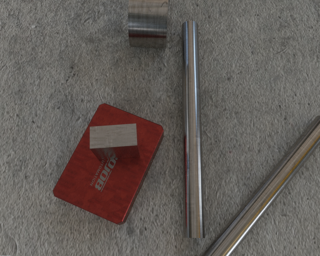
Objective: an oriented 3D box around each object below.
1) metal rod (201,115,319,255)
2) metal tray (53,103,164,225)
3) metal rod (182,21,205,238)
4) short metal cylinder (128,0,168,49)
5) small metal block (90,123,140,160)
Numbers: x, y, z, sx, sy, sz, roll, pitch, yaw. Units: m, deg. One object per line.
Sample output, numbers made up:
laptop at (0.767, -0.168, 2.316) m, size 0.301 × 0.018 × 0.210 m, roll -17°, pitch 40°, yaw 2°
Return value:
metal rod at (0.116, 0.095, 0.374) m, size 0.025 × 0.025 × 0.301 m, roll 42°, pitch 75°, yaw 13°
metal tray at (-0.060, 0.043, 0.389) m, size 0.090 × 0.030 × 0.130 m, roll 22°, pitch 71°, yaw 7°
metal rod at (0.042, -0.012, 0.412) m, size 0.025 × 0.025 × 0.299 m, roll 1°, pitch 70°, yaw 0°
short metal cylinder at (-0.014, -0.153, 0.435) m, size 0.050 × 0.080 × 0.080 m, roll 3°, pitch 70°, yaw 1°
small metal block at (-0.050, 0.017, 0.356) m, size 0.050 × 0.050 × 0.025 m, roll -4°, pitch 70°, yaw -2°
